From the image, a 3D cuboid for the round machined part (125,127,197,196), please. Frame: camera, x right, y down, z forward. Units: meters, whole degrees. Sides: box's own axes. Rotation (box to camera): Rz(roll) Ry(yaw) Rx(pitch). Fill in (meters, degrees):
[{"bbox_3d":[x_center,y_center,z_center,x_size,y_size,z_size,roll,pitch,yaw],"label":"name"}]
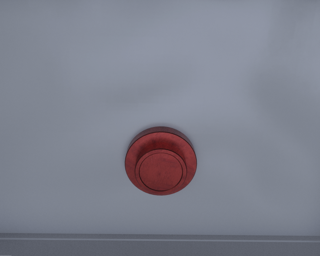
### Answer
[{"bbox_3d":[0.001,0.051,0.421,0.099,0.042,0.097,0,110,0],"label":"round machined part"}]
